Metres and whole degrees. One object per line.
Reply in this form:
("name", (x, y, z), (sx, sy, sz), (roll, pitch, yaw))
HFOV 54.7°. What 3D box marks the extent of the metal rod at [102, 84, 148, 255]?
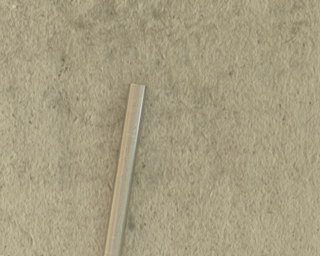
("metal rod", (-0.052, 0.091, 0.409), (0.025, 0.025, 0.298), (9, 90, -1))
